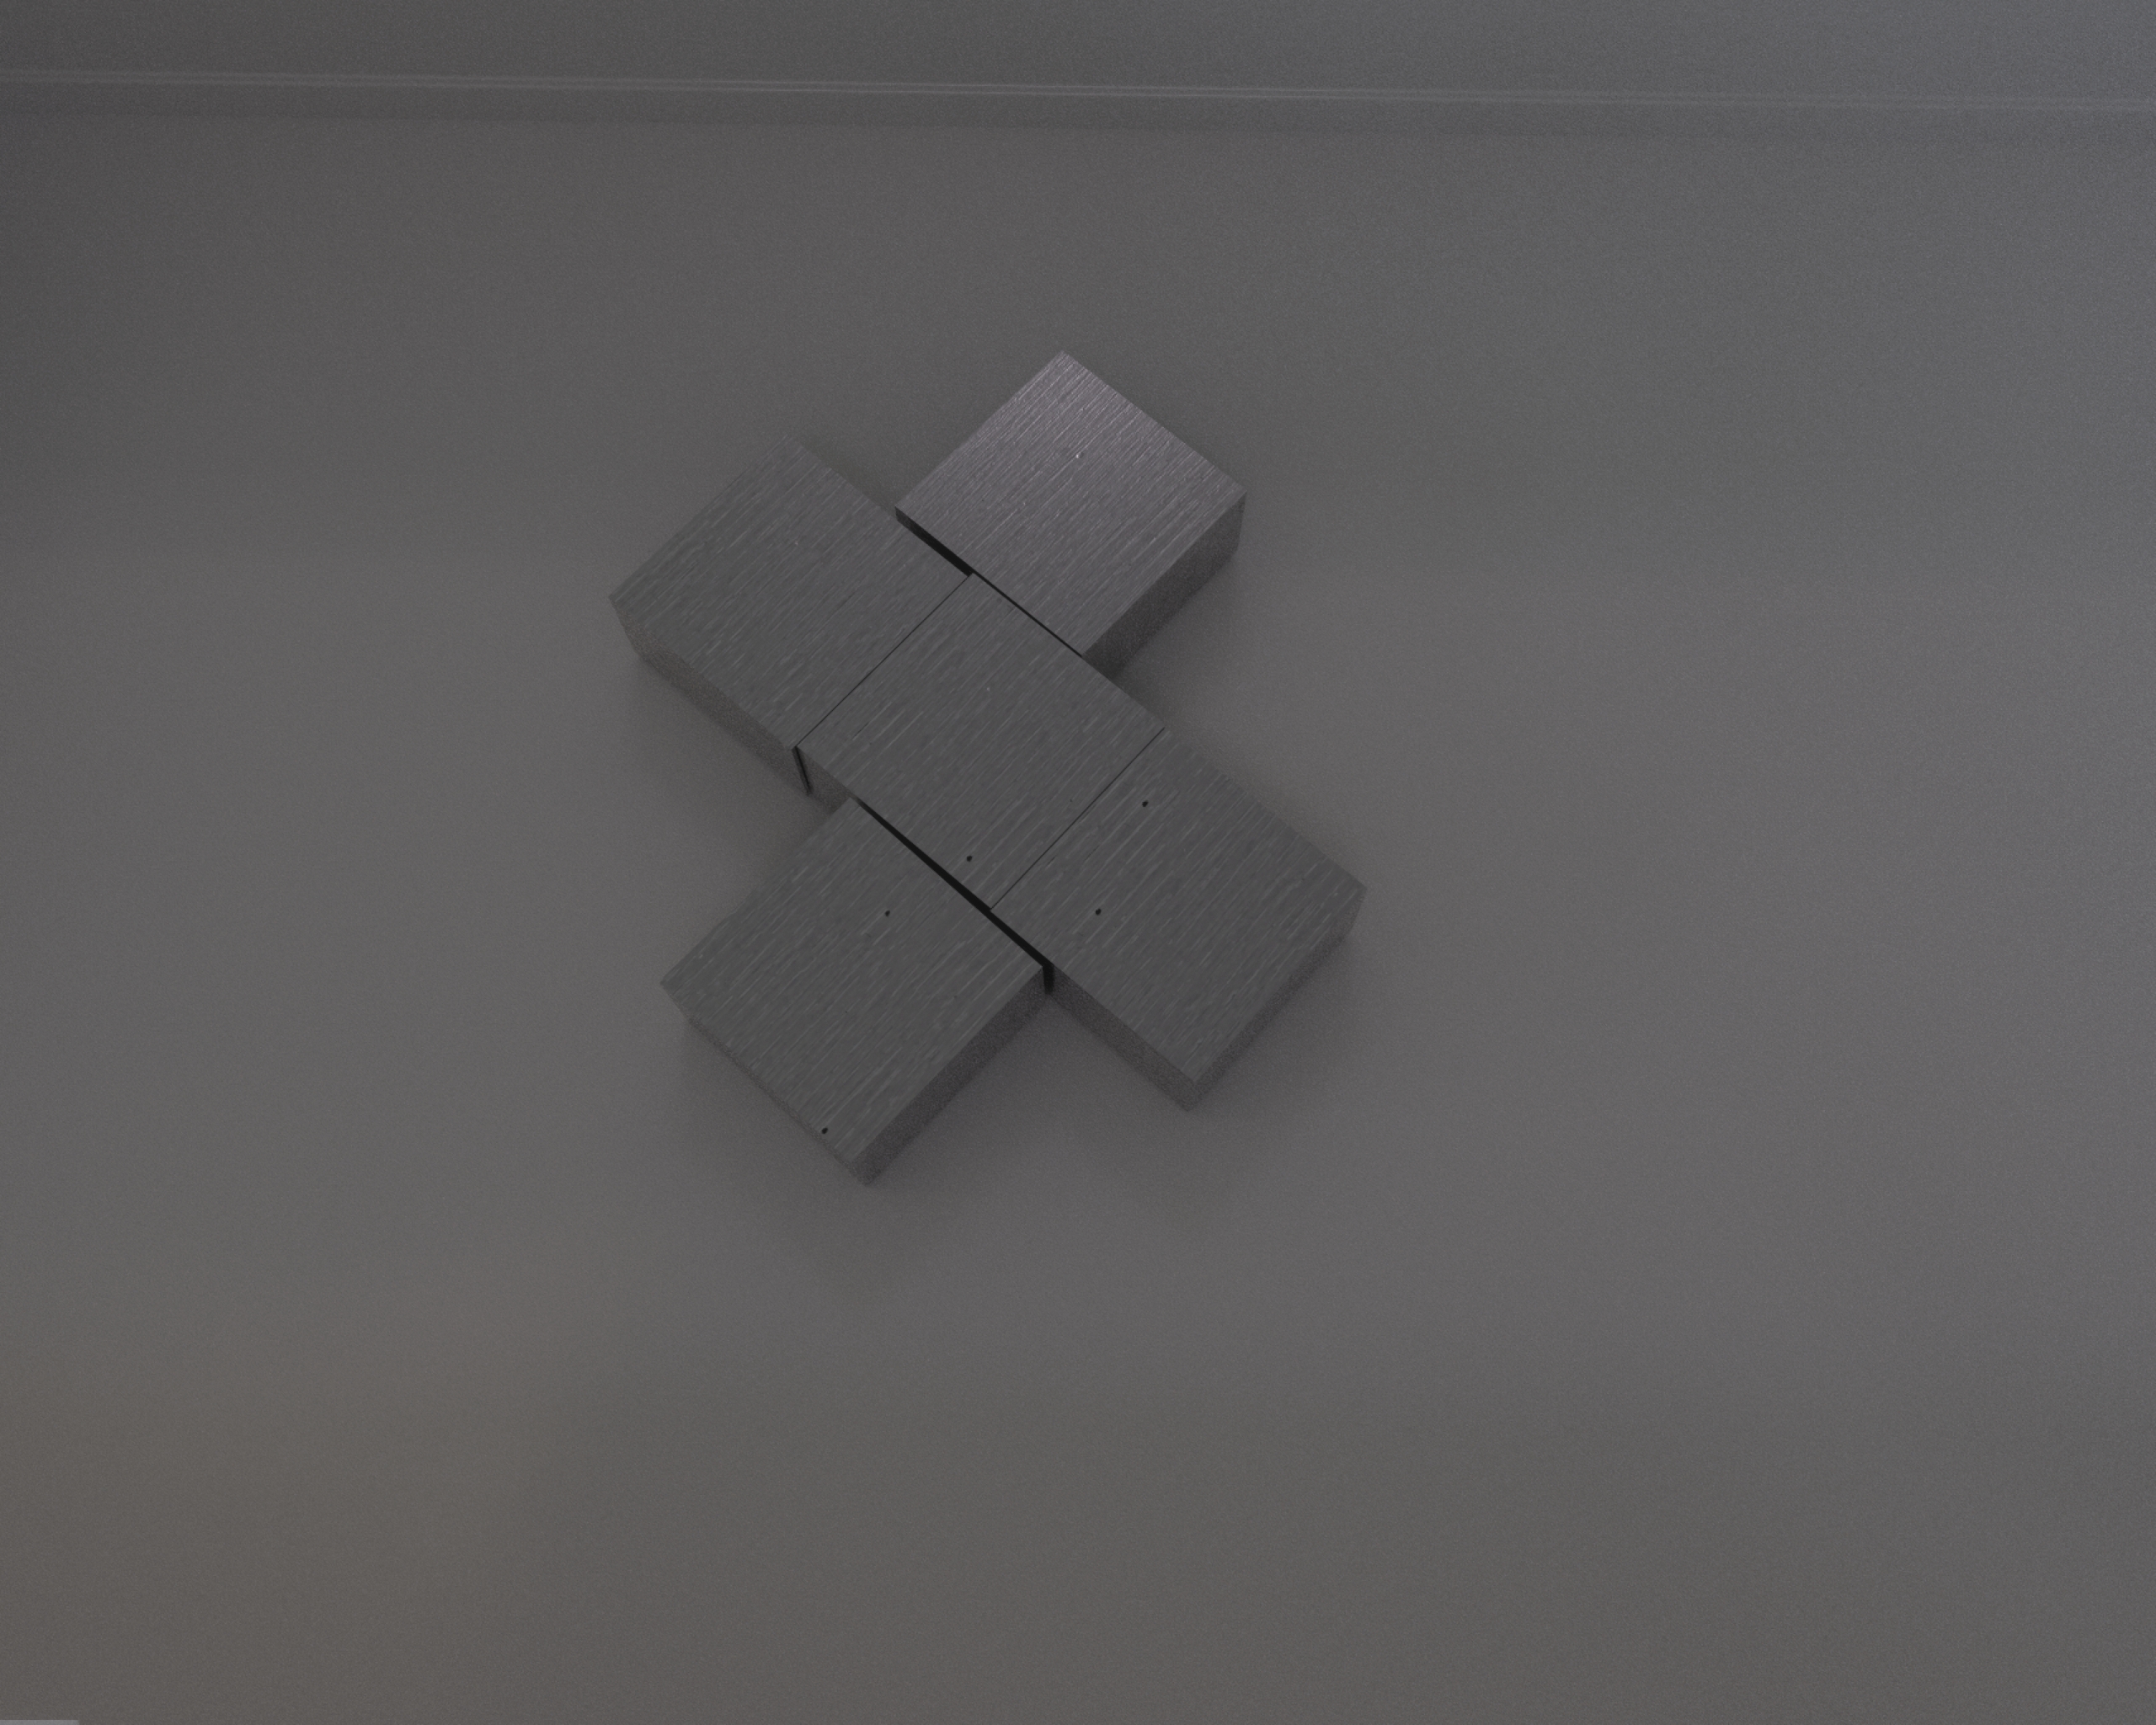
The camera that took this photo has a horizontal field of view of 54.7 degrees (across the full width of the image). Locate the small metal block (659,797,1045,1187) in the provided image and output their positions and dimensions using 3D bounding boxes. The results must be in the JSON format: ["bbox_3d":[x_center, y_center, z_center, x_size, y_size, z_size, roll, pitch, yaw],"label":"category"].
[{"bbox_3d":[-0.042,0.025,0.398,0.050,0.025,0.050,41,76,13],"label":"small metal block"}]

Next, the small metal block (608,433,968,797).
[{"bbox_3d":[-0.057,-0.051,0.425,0.050,0.025,0.050,40,75,13],"label":"small metal block"}]

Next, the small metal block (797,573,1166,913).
[{"bbox_3d":[-0.018,-0.020,0.414,0.050,0.025,0.050,40,75,13],"label":"small metal block"}]

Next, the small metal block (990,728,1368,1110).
[{"bbox_3d":[0.019,0.011,0.403,0.050,0.025,0.050,40,75,13],"label":"small metal block"}]

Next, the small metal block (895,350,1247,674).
[{"bbox_3d":[-0.001,-0.069,0.432,0.050,0.025,0.050,40,74,13],"label":"small metal block"}]
